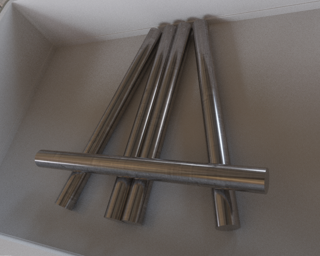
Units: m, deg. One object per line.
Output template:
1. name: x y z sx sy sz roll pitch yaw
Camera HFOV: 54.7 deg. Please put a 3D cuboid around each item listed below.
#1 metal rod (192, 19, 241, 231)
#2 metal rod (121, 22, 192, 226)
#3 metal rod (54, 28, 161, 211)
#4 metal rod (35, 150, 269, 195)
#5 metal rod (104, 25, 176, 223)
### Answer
1. metal rod: 0.064 -0.027 0.387 0.025 0.025 0.299 -15 56 20
2. metal rod: 0.003 -0.023 0.417 0.025 0.025 0.300 1 62 29
3. metal rod: -0.066 -0.025 0.454 0.025 0.025 0.300 13 68 33
4. metal rod: -0.032 0.046 0.360 0.300 0.025 0.025 1 63 29
5. metal rod: -0.018 -0.023 0.428 0.025 0.025 0.300 1 62 29
